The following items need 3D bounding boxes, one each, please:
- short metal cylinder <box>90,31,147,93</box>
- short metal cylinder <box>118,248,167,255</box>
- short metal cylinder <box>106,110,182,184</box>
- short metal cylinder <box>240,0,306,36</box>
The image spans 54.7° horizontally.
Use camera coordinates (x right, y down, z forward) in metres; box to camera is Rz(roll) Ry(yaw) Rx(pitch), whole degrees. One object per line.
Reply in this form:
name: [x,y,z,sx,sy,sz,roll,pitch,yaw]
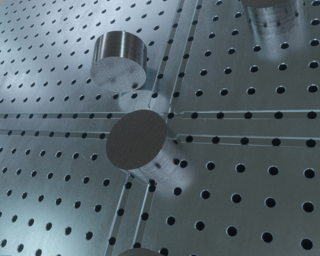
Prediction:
short metal cylinder: [-0.060,-0.097,0.462,0.080,0.080,0.050,-13,57,21]
short metal cylinder: [-0.012,0.162,0.298,0.080,0.050,0.080,-13,56,20]
short metal cylinder: [-0.019,0.024,0.386,0.080,0.050,0.080,-13,56,20]
short metal cylinder: [0.152,-0.172,0.417,0.080,0.050,0.080,-13,56,20]
